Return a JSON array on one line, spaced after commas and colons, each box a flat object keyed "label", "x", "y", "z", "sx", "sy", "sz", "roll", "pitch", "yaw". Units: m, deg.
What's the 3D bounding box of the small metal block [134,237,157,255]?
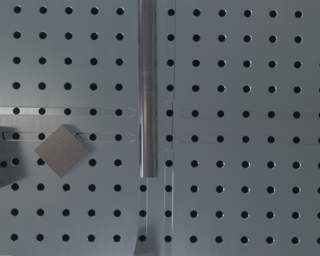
[{"label": "small metal block", "x": -0.016, "y": 0.177, "z": 0.401, "sx": 0.025, "sy": 0.050, "sz": 0.050, "roll": -8, "pitch": 90, "yaw": 0}]

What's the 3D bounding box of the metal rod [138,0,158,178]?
[{"label": "metal rod", "x": -0.017, "y": -0.085, "z": 0.412, "sx": 0.025, "sy": 0.025, "sz": 0.298, "roll": 0, "pitch": 90, "yaw": 0}]

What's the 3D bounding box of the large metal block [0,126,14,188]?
[{"label": "large metal block", "x": -0.249, "y": 0.045, "z": 0.399, "sx": 0.080, "sy": 0.050, "sz": 0.080, "roll": -13, "pitch": 90, "yaw": 0}]

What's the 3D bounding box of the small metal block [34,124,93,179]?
[{"label": "small metal block", "x": -0.127, "y": 0.030, "z": 0.412, "sx": 0.050, "sy": 0.025, "sz": 0.050, "roll": -43, "pitch": 90, "yaw": 0}]
